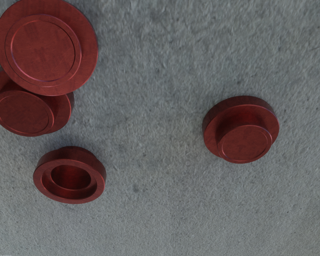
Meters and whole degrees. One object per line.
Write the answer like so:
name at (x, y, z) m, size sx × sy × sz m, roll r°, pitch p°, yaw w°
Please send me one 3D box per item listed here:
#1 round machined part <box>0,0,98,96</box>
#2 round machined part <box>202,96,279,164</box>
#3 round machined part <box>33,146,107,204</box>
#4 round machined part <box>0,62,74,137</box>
round machined part at (-0.112, -0.078, 0.308) m, size 0.099 × 0.042 × 0.097 m, roll -4°, pitch 112°, yaw -9°
round machined part at (0.107, 0.009, 0.406) m, size 0.099 × 0.042 × 0.097 m, roll -1°, pitch 130°, yaw 0°
round machined part at (-0.127, 0.064, 0.449) m, size 0.099 × 0.042 × 0.097 m, roll -1°, pitch 130°, yaw 0°
round machined part at (-0.157, -0.028, 0.370) m, size 0.099 × 0.042 × 0.097 m, roll -1°, pitch 130°, yaw 0°
